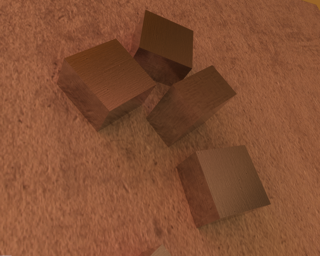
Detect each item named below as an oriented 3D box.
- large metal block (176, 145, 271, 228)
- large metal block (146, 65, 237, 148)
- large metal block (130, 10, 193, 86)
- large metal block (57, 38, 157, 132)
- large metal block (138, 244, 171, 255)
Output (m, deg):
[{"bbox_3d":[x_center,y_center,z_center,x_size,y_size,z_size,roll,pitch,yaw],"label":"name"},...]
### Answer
[{"bbox_3d":[0.077,0.071,0.388,0.081,0.050,0.080,-4,64,-31],"label":"large metal block"},{"bbox_3d":[0.040,-0.028,0.409,0.081,0.080,0.050,-31,80,-38],"label":"large metal block"},{"bbox_3d":[0.001,-0.116,0.461,0.081,0.050,0.080,18,55,-18],"label":"large metal block"},{"bbox_3d":[-0.066,-0.055,0.387,0.080,0.050,0.081,49,51,6],"label":"large metal block"},{"bbox_3d":[-0.010,0.168,0.281,0.081,0.050,0.080,-33,80,-38],"label":"large metal block"}]
